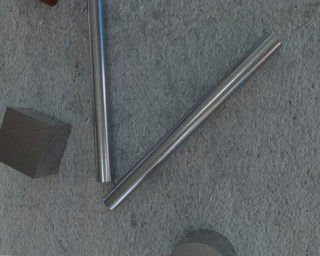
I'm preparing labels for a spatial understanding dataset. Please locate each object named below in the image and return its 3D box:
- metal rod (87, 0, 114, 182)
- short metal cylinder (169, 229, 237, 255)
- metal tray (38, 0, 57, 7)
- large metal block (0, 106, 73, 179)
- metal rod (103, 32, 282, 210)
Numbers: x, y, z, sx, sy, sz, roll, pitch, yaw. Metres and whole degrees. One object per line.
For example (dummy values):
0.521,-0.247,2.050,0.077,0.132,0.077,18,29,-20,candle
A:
-0.085,-0.075,0.437,0.025,0.025,0.298,-4,89,19,metal rod
0.052,0.171,0.377,0.080,0.050,0.079,0,90,19,short metal cylinder
-0.176,-0.263,0.467,0.090,0.030,0.129,29,99,17,metal tray
-0.189,0.020,0.461,0.080,0.050,0.080,21,97,18,large metal block
0.032,0.001,0.397,0.299,0.025,0.025,-46,76,14,metal rod
